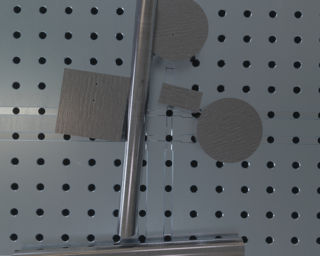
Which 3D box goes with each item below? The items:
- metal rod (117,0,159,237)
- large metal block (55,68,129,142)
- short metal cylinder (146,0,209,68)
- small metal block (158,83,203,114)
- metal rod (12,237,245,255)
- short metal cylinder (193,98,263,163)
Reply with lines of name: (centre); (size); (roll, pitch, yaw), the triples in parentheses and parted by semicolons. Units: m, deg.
metal rod: (-0.030, -0.006, 0.383); (0.025, 0.025, 0.298); (6, 102, 0)
large metal block: (-0.082, -0.028, 0.400); (0.080, 0.050, 0.080); (8, 90, 0)
short metal cylinder: (0.019, -0.122, 0.401); (0.081, 0.050, 0.079); (0, 90, 0)
small metal block: (0.025, -0.037, 0.401); (0.050, 0.050, 0.025); (14, 90, 0)
metal rod: (-0.041, 0.167, 0.413); (0.302, 0.025, 0.025); (-3, 90, 0)
short metal cylinder: (0.085, 0.003, 0.402); (0.081, 0.050, 0.079); (0, 90, 0)
